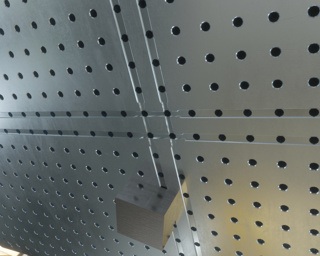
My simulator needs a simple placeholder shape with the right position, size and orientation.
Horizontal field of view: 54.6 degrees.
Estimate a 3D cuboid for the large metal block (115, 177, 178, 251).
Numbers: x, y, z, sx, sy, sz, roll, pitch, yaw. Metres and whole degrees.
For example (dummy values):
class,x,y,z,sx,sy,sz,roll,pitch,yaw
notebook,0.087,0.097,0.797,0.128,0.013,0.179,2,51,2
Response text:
class,x,y,z,sx,sy,sz,roll,pitch,yaw
large metal block,-0.021,0.135,0.490,0.080,0.050,0.079,15,125,19
